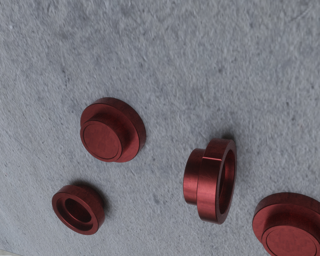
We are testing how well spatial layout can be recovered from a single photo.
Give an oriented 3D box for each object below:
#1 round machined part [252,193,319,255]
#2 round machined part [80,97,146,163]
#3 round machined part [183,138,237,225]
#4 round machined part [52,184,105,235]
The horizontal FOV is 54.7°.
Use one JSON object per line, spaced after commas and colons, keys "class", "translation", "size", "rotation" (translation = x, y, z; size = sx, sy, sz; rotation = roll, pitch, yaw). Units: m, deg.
{"class": "round machined part", "translation": [0.166, 0.133, 0.390], "size": [0.098, 0.042, 0.097], "rotation": [13, 124, 20]}
{"class": "round machined part", "translation": [-0.073, 0.010, 0.438], "size": [0.098, 0.042, 0.097], "rotation": [13, 124, 20]}
{"class": "round machined part", "translation": [0.059, 0.060, 0.365], "size": [0.042, 0.098, 0.097], "rotation": [6, 121, 25]}
{"class": "round machined part", "translation": [-0.140, 0.140, 0.554], "size": [0.098, 0.042, 0.097], "rotation": [13, 124, 20]}
